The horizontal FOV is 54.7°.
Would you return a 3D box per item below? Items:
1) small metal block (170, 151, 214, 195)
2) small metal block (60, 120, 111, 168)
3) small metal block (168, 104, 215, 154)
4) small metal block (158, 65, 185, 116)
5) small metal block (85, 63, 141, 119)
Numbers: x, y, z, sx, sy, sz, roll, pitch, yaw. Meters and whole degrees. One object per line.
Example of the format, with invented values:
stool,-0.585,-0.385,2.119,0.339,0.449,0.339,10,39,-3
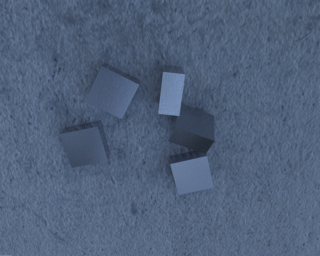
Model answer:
small metal block,0.044,0.061,0.433,0.050,0.025,0.050,-13,110,4
small metal block,-0.099,0.022,0.416,0.050,0.025,0.050,-11,110,3
small metal block,0.041,0.000,0.394,0.050,0.050,0.025,19,130,-8
small metal block,0.013,-0.047,0.379,0.025,0.050,0.050,6,110,-2
small metal block,-0.059,-0.047,0.392,0.050,0.025,0.050,26,108,-10
